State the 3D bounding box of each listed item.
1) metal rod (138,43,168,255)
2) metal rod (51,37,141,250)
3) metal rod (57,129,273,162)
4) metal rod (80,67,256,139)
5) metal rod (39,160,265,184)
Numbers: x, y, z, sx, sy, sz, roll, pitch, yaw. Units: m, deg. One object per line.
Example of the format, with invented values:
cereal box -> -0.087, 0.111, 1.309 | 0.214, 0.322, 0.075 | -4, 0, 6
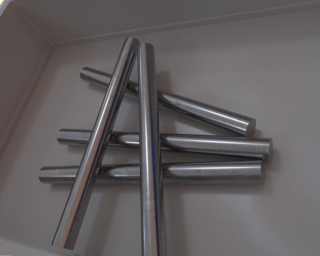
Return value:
metal rod -> -0.012, 0.011, 0.370 | 0.025, 0.025, 0.299 | -16, 55, 19
metal rod -> -0.075, 0.002, 0.408 | 0.025, 0.025, 0.300 | 0, 62, 28
metal rod -> -0.015, 0.018, 0.399 | 0.300, 0.025, 0.025 | 2, 63, 28
metal rod -> -0.011, -0.045, 0.435 | 0.300, 0.025, 0.025 | 22, 74, 35
metal rod -> -0.030, 0.057, 0.383 | 0.301, 0.025, 0.025 | -5, 60, 25
